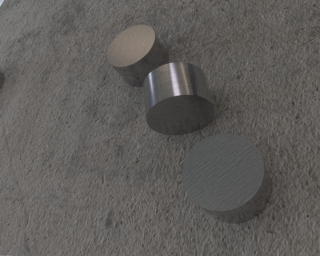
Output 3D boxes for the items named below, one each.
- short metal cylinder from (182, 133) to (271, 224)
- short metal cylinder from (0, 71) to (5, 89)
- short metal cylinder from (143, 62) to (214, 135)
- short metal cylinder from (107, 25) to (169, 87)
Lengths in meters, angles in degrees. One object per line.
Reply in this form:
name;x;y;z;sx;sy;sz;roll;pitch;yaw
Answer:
short metal cylinder;0.070;0.052;0.319;0.080;0.050;0.080;-13;56;21
short metal cylinder;-0.376;-0.100;0.647;0.080;0.050;0.080;-13;56;21
short metal cylinder;0.022;-0.034;0.378;0.080;0.080;0.050;-19;55;17
short metal cylinder;-0.033;-0.110;0.473;0.080;0.050;0.080;-13;56;21
